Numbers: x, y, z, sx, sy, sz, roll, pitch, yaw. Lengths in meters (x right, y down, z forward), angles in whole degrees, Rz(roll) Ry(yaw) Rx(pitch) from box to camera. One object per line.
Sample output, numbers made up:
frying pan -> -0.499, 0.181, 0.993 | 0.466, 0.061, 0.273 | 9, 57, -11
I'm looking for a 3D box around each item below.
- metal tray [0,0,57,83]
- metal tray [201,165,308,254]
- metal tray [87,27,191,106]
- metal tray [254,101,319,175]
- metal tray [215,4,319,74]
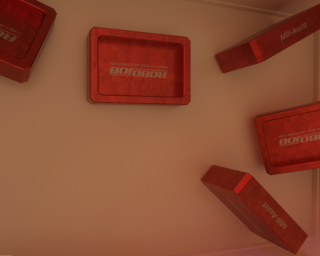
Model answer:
metal tray -> -0.187, -0.112, 0.321 | 0.131, 0.030, 0.090 | 22, 60, -19
metal tray -> 0.126, 0.108, 0.424 | 0.130, 0.090, 0.030 | 45, 76, -15
metal tray -> -0.026, -0.075, 0.398 | 0.131, 0.030, 0.089 | 0, 90, -21
metal tray -> 0.211, 0.012, 0.446 | 0.130, 0.030, 0.089 | -13, 94, 19
metal tray -> 0.154, -0.123, 0.434 | 0.131, 0.090, 0.030 | -30, 100, -18
